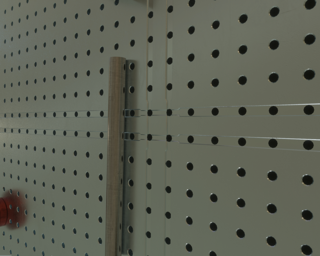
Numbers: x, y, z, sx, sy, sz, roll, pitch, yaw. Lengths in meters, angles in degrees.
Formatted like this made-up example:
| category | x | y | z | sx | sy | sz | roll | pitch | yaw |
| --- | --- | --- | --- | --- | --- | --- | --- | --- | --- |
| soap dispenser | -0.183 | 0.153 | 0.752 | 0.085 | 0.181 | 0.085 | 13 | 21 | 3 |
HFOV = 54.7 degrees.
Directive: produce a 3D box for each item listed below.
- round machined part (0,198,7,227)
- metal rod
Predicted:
| category | x | y | z | sx | sy | sz | roll | pitch | yaw |
| --- | --- | --- | --- | --- | --- | --- | --- | --- | --- |
| round machined part | -0.394 | 0.201 | 0.724 | 0.098 | 0.042 | 0.097 | 0 | 90 | 40 |
| metal rod | -0.067 | 0.045 | 0.464 | 0.025 | 0.025 | 0.298 | 2 | 92 | 40 |
